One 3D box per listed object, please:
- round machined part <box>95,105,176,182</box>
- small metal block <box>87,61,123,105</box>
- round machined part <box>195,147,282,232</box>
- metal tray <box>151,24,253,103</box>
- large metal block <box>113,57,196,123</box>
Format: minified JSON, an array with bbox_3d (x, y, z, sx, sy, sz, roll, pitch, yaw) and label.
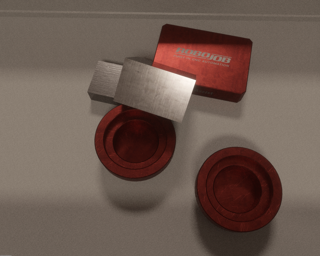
[{"bbox_3d":[-0.030,0.020,0.393,0.099,0.042,0.098,0,70,-1],"label":"round machined part"},{"bbox_3d":[-0.067,-0.061,0.431,0.050,0.025,0.050,13,70,4],"label":"small metal block"},{"bbox_3d":[0.091,0.075,0.374,0.099,0.042,0.098,0,70,-1],"label":"round machined part"},{"bbox_3d":[0.059,-0.093,0.442,0.131,0.030,0.090,12,70,4],"label":"metal tray"},{"bbox_3d":[-0.002,-0.050,0.378,0.080,0.080,0.050,18,105,2],"label":"large metal block"}]
